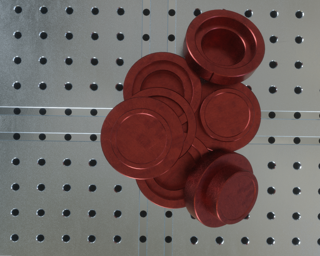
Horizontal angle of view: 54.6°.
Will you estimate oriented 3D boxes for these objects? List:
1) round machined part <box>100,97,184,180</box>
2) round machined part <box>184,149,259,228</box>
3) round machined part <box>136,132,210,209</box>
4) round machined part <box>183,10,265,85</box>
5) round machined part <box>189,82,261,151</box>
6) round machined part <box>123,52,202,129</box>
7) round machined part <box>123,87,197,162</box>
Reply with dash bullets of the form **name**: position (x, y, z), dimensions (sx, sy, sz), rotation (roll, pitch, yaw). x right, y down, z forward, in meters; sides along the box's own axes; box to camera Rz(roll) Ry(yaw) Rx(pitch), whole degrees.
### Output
- **round machined part**: position (-0.021, 0.012, 0.362), dimensions (0.099, 0.042, 0.097), rotation (0, 90, 0)
- **round machined part**: position (0.082, 0.078, 0.381), dimensions (0.099, 0.042, 0.097), rotation (-9, 108, -31)
- **round machined part**: position (0.018, 0.051, 0.405), dimensions (0.099, 0.042, 0.097), rotation (0, 90, 0)
- **round machined part**: position (0.078, -0.097, 0.394), dimensions (0.099, 0.042, 0.098), rotation (2, 69, -6)
- **round machined part**: position (0.084, -0.016, 0.405), dimensions (0.099, 0.042, 0.097), rotation (0, 90, 0)
- **round machined part**: position (0.003, -0.046, 0.405), dimensions (0.099, 0.042, 0.097), rotation (0, 90, 0)
- **round machined part**: position (-0.004, -0.002, 0.404), dimensions (0.099, 0.042, 0.097), rotation (0, 90, 0)
